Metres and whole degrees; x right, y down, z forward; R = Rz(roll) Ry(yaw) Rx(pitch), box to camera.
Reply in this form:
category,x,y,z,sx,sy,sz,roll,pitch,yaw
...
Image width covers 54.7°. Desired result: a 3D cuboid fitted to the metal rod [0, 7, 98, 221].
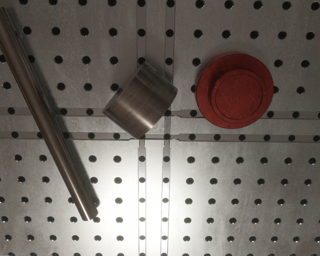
category,x,y,z,sx,sy,sz,roll,pitch,yaw
metal rod,-0.148,-0.004,0.409,0.025,0.025,0.298,-16,110,5

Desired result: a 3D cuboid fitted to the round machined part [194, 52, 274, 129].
category,x,y,z,sx,sy,sz,roll,pitch,yaw
round machined part,0.094,-0.044,0.390,0.099,0.042,0.097,0,110,-1

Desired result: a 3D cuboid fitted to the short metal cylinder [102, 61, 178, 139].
category,x,y,z,sx,sy,sz,roll,pitch,yaw
short metal cylinder,-0.024,-0.033,0.372,0.050,0.080,0.080,40,105,-14
